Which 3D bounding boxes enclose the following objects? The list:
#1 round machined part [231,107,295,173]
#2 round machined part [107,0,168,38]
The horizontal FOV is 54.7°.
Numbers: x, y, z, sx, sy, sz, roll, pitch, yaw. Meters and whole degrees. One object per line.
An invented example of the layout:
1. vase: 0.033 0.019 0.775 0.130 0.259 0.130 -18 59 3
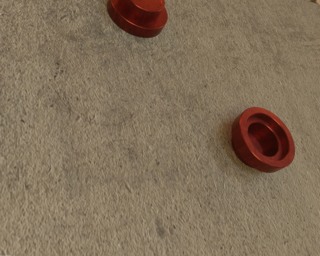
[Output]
1. round machined part: 0.146 0.021 0.459 0.099 0.042 0.098 14 56 -21
2. round machined part: -0.031 -0.196 0.495 0.099 0.042 0.098 14 56 -21
